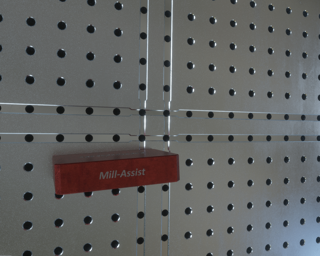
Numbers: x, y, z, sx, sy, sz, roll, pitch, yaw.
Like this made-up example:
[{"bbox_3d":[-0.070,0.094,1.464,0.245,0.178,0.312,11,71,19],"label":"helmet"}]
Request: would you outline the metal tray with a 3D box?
[{"bbox_3d":[-0.054,0.046,0.358,0.131,0.090,0.030,-3,91,-20],"label":"metal tray"}]
